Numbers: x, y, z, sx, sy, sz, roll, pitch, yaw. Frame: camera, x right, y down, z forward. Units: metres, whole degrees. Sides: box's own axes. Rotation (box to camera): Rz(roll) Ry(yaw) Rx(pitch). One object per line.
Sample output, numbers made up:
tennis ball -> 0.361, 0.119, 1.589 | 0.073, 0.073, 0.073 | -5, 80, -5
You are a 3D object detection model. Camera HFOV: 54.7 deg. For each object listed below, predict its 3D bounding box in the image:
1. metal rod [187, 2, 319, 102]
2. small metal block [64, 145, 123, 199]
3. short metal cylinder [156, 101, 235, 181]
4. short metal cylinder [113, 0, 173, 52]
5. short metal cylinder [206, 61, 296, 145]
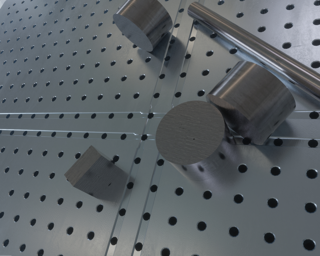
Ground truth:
metal rod -> 0.130, -0.100, 0.401 | 0.025, 0.025, 0.300 | -41, 51, 1
small metal block -> -0.085, 0.058, 0.402 | 0.050, 0.050, 0.025 | -49, 51, -6
short metal cylinder -> 0.042, 0.015, 0.361 | 0.080, 0.050, 0.080 | -13, 57, 20
short metal cylinder -> -0.027, -0.168, 0.490 | 0.080, 0.080, 0.050 | 33, 80, 38
short metal cylinder -> 0.097, -0.027, 0.338 | 0.050, 0.080, 0.080 | -47, 51, -4
